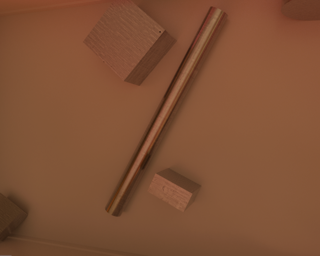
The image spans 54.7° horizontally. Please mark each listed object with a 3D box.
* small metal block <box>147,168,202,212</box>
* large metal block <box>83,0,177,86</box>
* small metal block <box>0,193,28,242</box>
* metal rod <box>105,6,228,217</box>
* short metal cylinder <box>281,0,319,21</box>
[{"bbox_3d":[0.020,0.076,0.390,0.050,0.050,0.025,27,99,17],"label":"small metal block"},{"bbox_3d":[-0.039,-0.115,0.410,0.080,0.050,0.080,45,103,14],"label":"large metal block"},{"bbox_3d":[-0.246,0.138,0.482,0.050,0.025,0.050,31,63,17],"label":"small metal block"},{"bbox_3d":[0.004,-0.014,0.408,0.025,0.025,0.298,31,100,17],"label":"metal rod"},{"bbox_3d":[0.170,-0.150,0.321,0.080,0.080,0.050,4,92,19],"label":"short metal cylinder"}]
